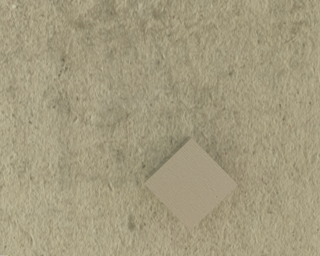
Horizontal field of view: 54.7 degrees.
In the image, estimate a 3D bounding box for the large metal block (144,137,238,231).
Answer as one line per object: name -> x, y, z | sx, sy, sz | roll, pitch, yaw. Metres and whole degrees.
large metal block -> 0.037, 0.068, 0.398 | 0.080, 0.050, 0.080 | -44, 91, 0
